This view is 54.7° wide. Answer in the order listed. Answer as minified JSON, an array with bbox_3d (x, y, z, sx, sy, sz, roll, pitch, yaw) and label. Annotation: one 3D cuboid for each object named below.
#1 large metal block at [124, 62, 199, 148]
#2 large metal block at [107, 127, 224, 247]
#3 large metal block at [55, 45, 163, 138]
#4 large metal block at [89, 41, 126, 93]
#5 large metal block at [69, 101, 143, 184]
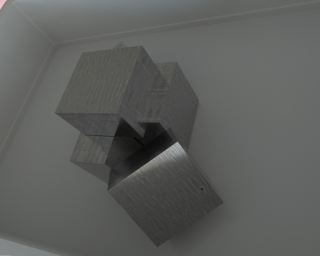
[{"bbox_3d":[0.004,-0.022,0.379,0.050,0.080,0.080,1,62,28],"label":"large metal block"},{"bbox_3d":[0.004,0.059,0.320,0.080,0.080,0.050,-36,16,4],"label":"large metal block"},{"bbox_3d":[-0.053,-0.038,0.335,0.080,0.050,0.080,2,63,29],"label":"large metal block"},{"bbox_3d":[-0.062,-0.066,0.432,0.080,0.080,0.050,-37,86,3],"label":"large metal block"},{"bbox_3d":[-0.054,0.021,0.384,0.050,0.080,0.080,1,62,28],"label":"large metal block"}]
